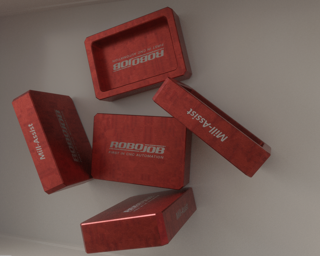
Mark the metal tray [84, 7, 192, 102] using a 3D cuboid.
[{"bbox_3d":[-0.031,-0.095,0.416,0.130,0.030,0.090,-14,85,19],"label":"metal tray"}]

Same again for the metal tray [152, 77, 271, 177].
[{"bbox_3d":[0.062,-0.004,0.351,0.130,0.090,0.030,40,103,15],"label":"metal tray"}]

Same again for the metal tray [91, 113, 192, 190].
[{"bbox_3d":[-0.026,0.028,0.413,0.130,0.030,0.089,4,91,19],"label":"metal tray"}]

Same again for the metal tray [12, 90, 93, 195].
[{"bbox_3d":[-0.136,0.017,0.420,0.030,0.090,0.129,-26,82,17],"label":"metal tray"}]

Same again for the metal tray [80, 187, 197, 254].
[{"bbox_3d":[-0.017,0.101,0.357,0.090,0.130,0.030,-13,86,19],"label":"metal tray"}]
